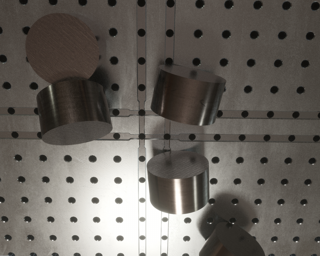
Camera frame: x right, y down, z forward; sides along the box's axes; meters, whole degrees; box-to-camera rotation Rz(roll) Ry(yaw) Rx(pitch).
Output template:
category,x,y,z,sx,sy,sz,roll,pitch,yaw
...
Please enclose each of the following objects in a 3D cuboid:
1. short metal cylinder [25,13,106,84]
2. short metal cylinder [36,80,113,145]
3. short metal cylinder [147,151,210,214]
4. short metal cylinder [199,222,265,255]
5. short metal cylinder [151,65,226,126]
category,x,y,z,sx,sy,sz,roll,pitch,yaw
short metal cylinder,-0.107,-0.093,0.364,0.081,0.050,0.079,0,110,-1
short metal cylinder,-0.101,-0.016,0.369,0.080,0.080,0.050,-16,73,5
short metal cylinder,0.025,0.069,0.410,0.081,0.080,0.050,-4,110,1
short metal cylinder,0.105,0.186,0.454,0.080,0.080,0.050,24,108,-9
short metal cylinder,0.033,-0.041,0.369,0.081,0.080,0.050,10,110,-4
